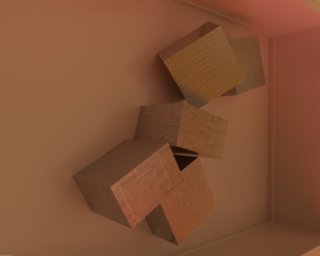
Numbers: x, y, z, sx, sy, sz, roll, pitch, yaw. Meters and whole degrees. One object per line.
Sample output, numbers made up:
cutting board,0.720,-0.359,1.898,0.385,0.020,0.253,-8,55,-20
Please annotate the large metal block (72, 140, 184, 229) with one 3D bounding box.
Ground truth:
large metal block,-0.035,0.056,0.343,0.081,0.080,0.050,-36,113,-34

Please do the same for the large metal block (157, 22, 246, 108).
large metal block,0.054,-0.082,0.413,0.080,0.050,0.080,-31,116,5

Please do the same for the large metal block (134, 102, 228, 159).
large metal block,0.026,0.005,0.395,0.080,0.080,0.050,18,79,-39

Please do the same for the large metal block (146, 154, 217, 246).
large metal block,0.020,0.091,0.410,0.081,0.050,0.080,-34,111,-35

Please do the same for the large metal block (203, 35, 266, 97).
large metal block,0.118,-0.098,0.492,0.081,0.050,0.079,-21,104,-38
